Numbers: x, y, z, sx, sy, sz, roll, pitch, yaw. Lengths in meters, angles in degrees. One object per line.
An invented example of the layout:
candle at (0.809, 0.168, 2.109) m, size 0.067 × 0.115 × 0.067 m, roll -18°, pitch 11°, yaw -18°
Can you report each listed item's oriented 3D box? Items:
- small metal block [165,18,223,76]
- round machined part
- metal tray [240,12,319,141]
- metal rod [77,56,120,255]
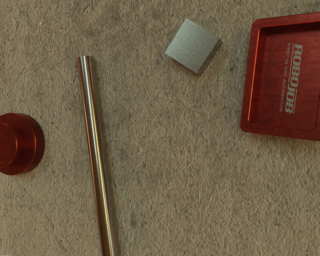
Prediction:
small metal block at (0.043, -0.102, 0.393) m, size 0.050 × 0.025 × 0.050 m, roll 36°, pitch 101°, yaw 16°
round machined part at (-0.233, 0.025, 0.480) m, size 0.098 × 0.042 × 0.097 m, roll 0°, pitch 90°, yaw 19°
metal tray at (0.143, -0.055, 0.340) m, size 0.090 × 0.030 × 0.129 m, roll 8°, pitch 93°, yaw 40°
metal rod at (-0.087, 0.048, 0.438) m, size 0.025 × 0.025 × 0.298 m, roll -9°, pitch 87°, yaw 19°
